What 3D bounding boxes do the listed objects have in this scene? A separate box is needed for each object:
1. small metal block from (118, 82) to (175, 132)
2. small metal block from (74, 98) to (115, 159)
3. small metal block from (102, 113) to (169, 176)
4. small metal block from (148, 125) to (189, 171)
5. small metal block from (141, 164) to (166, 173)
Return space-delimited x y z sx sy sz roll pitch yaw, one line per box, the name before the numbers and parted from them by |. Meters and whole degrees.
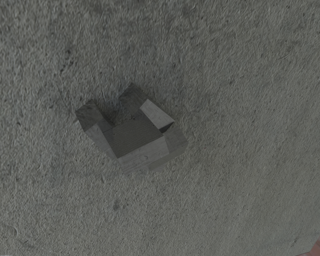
small metal block | -0.016 -0.023 0.371 0.025 0.050 0.050 -49 129 6
small metal block | -0.068 0.001 0.357 0.025 0.050 0.050 -39 130 -3
small metal block | -0.026 0.016 0.324 0.050 0.050 0.025 -26 128 -13
small metal block | 0.004 0.026 0.380 0.050 0.025 0.050 -28 166 -11
small metal block | -0.012 0.030 0.422 0.050 0.025 0.050 17 109 -35
